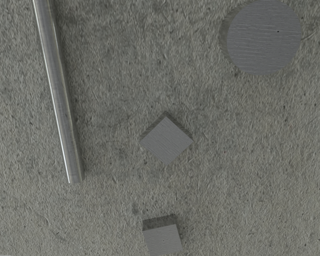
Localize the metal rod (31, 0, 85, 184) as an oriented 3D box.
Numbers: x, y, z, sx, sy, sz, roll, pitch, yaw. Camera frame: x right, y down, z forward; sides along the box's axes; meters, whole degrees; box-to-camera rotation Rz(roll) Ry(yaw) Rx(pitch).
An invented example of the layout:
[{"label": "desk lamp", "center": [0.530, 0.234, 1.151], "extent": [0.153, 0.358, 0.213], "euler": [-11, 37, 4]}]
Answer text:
[{"label": "metal rod", "center": [-0.128, -0.068, 0.383], "extent": [0.025, 0.025, 0.298], "euler": [-4, 110, 1]}]

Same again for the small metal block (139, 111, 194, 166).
[{"label": "small metal block", "center": [0.008, 0.014, 0.415], "extent": [0.050, 0.025, 0.050], "euler": [42, 105, -14]}]

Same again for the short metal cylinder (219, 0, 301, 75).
[{"label": "short metal cylinder", "center": [0.113, -0.105, 0.359], "extent": [0.081, 0.050, 0.079], "euler": [0, 110, 0]}]

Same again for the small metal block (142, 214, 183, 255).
[{"label": "small metal block", "center": [0.005, 0.163, 0.470], "extent": [0.050, 0.025, 0.050], "euler": [-13, 110, 4]}]
